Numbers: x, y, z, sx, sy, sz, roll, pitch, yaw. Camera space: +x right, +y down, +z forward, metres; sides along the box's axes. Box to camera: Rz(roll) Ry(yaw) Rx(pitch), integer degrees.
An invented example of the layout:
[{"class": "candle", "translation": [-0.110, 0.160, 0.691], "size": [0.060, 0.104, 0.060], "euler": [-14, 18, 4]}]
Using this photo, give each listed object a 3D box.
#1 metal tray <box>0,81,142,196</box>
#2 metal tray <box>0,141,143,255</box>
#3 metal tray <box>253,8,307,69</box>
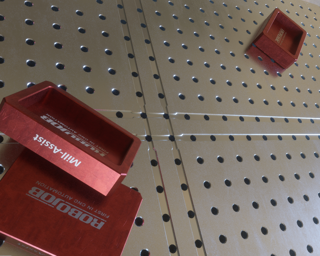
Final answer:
[{"class": "metal tray", "translation": [-0.088, 0.006, 0.324], "size": [0.130, 0.030, 0.090], "euler": [33, 20, -5]}, {"class": "metal tray", "translation": [-0.092, 0.081, 0.306], "size": [0.130, 0.030, 0.090], "euler": [29, 52, -10]}, {"class": "metal tray", "translation": [0.258, -0.193, 0.659], "size": [0.090, 0.030, 0.130], "euler": [38, 51, -3]}]
